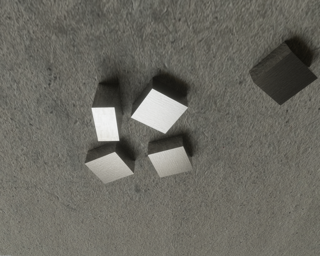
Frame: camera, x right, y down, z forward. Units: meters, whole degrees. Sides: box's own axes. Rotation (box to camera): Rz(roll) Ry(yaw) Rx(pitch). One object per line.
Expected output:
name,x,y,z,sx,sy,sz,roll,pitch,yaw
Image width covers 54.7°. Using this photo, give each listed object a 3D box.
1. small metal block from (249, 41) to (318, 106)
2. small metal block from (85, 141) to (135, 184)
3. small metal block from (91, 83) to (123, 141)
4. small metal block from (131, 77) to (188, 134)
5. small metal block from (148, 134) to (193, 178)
small metal block,0.141,-0.061,0.356,0.050,0.025,0.050,33,123,-25
small metal block,-0.071,0.050,0.449,0.050,0.025,0.050,-22,127,17
small metal block,-0.062,-0.019,0.373,0.025,0.050,0.050,-1,130,1
small metal block,-0.001,-0.027,0.384,0.050,0.025,0.050,26,125,-21
small metal block,0.016,0.040,0.442,0.050,0.025,0.050,-15,129,12
